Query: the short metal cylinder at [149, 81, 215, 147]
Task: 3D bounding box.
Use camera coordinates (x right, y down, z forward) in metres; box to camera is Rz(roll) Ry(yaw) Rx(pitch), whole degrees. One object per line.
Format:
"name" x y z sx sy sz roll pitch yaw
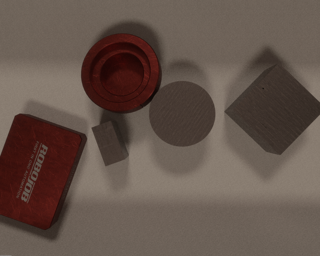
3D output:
"short metal cylinder" 0.027 -0.017 0.399 0.081 0.050 0.079 0 90 -1

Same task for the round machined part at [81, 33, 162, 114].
"round machined part" -0.046 -0.066 0.397 0.099 0.042 0.097 -1 84 8

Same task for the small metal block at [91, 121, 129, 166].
"small metal block" -0.063 0.019 0.398 0.025 0.050 0.050 -20 90 0

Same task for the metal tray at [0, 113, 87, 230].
"metal tray" -0.162 0.056 0.407 0.090 0.030 0.129 20 90 -1

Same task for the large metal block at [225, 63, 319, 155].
"large metal block" 0.145 -0.023 0.401 0.080 0.050 0.080 44 90 -1
